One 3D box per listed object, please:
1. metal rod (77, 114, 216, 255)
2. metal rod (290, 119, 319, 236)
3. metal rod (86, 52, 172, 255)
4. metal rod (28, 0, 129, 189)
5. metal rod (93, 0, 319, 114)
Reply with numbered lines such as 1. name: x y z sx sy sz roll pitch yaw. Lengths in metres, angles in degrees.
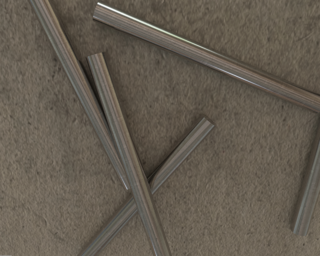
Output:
1. metal rod: -0.029 0.099 0.446 0.025 0.025 0.299 37 106 -13
2. metal rod: 0.223 0.016 0.419 0.025 0.025 0.298 4 110 -2
3. metal rod: -0.036 0.051 0.407 0.025 0.025 0.298 -16 102 5
4. metal rod: -0.096 -0.051 0.389 0.025 0.025 0.299 -21 109 7
5. metal rod: 0.066 -0.083 0.380 0.302 0.025 0.025 21 109 -8
